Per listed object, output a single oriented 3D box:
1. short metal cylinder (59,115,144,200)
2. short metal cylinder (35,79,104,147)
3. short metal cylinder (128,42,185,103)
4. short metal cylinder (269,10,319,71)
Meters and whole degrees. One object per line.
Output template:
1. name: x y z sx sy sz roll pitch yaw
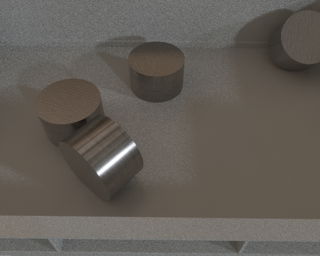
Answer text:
1. short metal cylinder: -0.065 0.032 0.342 0.080 0.080 0.050 34 58 25
2. short metal cylinder: -0.114 -0.019 0.404 0.080 0.050 0.080 0 50 0
3. short metal cylinder: -0.005 -0.084 0.459 0.080 0.050 0.080 0 50 0
4. short metal cylinder: 0.216 -0.132 0.476 0.081 0.050 0.080 0 88 -1
